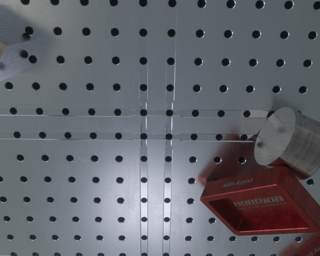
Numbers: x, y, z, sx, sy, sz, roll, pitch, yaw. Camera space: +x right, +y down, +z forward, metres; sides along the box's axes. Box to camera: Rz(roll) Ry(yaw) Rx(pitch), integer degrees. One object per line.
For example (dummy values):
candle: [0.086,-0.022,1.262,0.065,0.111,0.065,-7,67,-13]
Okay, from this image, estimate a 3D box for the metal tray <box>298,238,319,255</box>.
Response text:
metal tray: [0.278,0.218,0.494,0.090,0.030,0.130,37,106,-13]

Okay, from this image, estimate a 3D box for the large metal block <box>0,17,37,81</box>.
large metal block: [-0.201,-0.097,0.346,0.080,0.080,0.050,31,107,-11]

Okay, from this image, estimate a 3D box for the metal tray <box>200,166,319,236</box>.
metal tray: [0.129,0.102,0.410,0.090,0.030,0.130,46,140,-16]

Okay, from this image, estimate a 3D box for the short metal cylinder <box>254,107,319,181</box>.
short metal cylinder: [0.165,0.020,0.393,0.050,0.080,0.080,24,108,-9]
